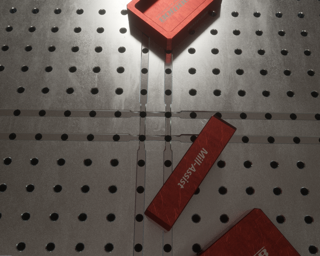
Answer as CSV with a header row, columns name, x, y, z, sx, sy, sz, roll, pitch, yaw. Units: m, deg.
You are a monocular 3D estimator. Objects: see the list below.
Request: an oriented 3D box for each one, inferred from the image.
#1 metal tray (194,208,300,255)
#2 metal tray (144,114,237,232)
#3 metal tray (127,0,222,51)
name,x,y,z,sx,sy,sz,roll,pitch,yaw
metal tray,0.090,0.166,0.350,0.131,0.030,0.090,-36,74,-13
metal tray,0.034,0.056,0.357,0.030,0.090,0.130,34,73,11
metal tray,0.025,-0.191,0.479,0.090,0.030,0.130,41,75,13
